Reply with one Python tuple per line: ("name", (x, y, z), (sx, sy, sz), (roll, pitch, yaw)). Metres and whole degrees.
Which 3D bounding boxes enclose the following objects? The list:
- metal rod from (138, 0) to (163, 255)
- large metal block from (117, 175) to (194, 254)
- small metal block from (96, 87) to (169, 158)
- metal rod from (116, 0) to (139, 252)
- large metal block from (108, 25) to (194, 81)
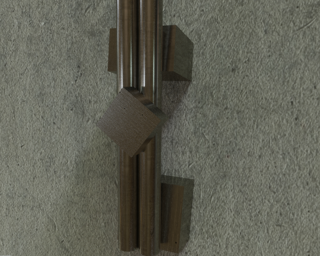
("metal rod", (-0.011, -0.007, 0.336), (0.025, 0.025, 0.298), (3, 98, 20))
("large metal block", (-0.004, 0.104, 0.398), (0.080, 0.050, 0.079), (5, 92, 20))
("small metal block", (-0.028, -0.007, 0.316), (0.050, 0.025, 0.050), (41, 109, 9))
("metal rod", (-0.035, -0.008, 0.345), (0.025, 0.025, 0.298), (3, 98, 20))
("large metal block", (-0.008, -0.089, 0.384), (0.080, 0.080, 0.050), (4, 91, 20))
